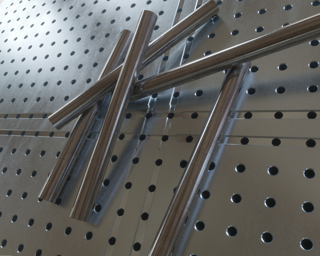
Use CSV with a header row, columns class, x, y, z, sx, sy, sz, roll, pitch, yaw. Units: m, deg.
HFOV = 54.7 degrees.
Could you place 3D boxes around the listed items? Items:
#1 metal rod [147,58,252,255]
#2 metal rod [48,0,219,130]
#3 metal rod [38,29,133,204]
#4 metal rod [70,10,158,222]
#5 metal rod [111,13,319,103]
class,x,y,z,sx,sy,sz,roll,pitch,yaw
metal rod,0.045,0.042,0.358,0.025,0.025,0.300,14,68,33
metal rod,-0.036,-0.097,0.465,0.301,0.025,0.025,-37,51,-5
metal rod,-0.105,-0.030,0.479,0.025,0.025,0.300,8,65,31
metal rod,-0.059,-0.025,0.422,0.025,0.025,0.299,10,76,32
metal rod,0.061,-0.080,0.397,0.300,0.025,0.025,-15,55,29
